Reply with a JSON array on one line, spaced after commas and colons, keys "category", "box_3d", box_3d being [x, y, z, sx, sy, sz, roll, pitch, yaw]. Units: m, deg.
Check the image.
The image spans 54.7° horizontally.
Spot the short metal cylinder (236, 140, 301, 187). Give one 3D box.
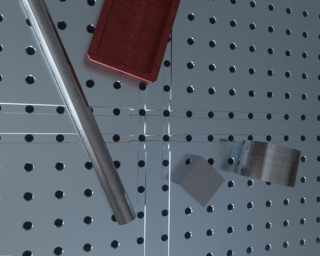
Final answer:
[{"category": "short metal cylinder", "box_3d": [0.154, 0.050, 0.442, 0.081, 0.080, 0.050, 15, 85, -20]}]

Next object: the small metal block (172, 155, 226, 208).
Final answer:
[{"category": "small metal block", "box_3d": [0.054, 0.074, 0.434, 0.050, 0.025, 0.050, 45, 76, -15]}]

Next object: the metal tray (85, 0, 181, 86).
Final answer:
[{"category": "metal tray", "box_3d": [-0.033, -0.130, 0.398, 0.091, 0.030, 0.129, 18, 84, -20]}]

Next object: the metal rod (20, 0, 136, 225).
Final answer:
[{"category": "metal rod", "box_3d": [-0.097, -0.020, 0.377, 0.025, 0.025, 0.299, -24, 98, -19]}]
